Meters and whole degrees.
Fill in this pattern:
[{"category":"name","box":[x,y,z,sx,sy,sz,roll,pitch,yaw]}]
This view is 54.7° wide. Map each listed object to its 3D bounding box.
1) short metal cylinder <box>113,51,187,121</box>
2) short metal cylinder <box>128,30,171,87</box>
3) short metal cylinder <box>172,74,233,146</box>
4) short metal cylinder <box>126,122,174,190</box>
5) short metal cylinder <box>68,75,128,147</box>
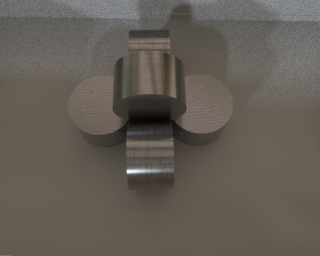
[{"category":"short metal cylinder","box":[-0.012,-0.043,0.347,0.081,0.080,0.050,-1,70,-1]},{"category":"short metal cylinder","box":[-0.013,-0.088,0.410,0.050,0.080,0.080,-2,70,-1]},{"category":"short metal cylinder","box":[0.049,-0.022,0.402,0.081,0.050,0.080,0,70,0]},{"category":"short metal cylinder","box":[-0.011,0.033,0.366,0.050,0.080,0.080,-2,70,-1]},{"category":"short metal cylinder","box":[-0.072,-0.021,0.401,0.081,0.050,0.080,0,70,0]}]
